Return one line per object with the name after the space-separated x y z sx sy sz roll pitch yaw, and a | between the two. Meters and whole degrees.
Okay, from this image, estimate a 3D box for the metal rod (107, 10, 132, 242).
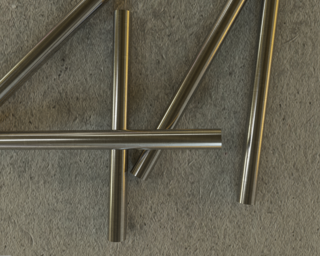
-0.053 -0.003 0.409 0.025 0.025 0.298 2 90 -1 | metal rod

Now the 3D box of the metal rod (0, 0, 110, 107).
-0.168 -0.087 0.407 0.300 0.025 0.025 -45 91 -1 | metal rod

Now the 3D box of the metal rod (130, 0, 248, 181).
0.045 -0.067 0.410 0.025 0.025 0.299 29 90 -1 | metal rod

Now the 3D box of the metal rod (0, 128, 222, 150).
-0.077 0.015 0.386 0.302 0.025 0.025 -1 90 8 | metal rod

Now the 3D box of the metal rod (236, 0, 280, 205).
0.132 -0.049 0.411 0.025 0.025 0.298 7 90 -1 | metal rod
